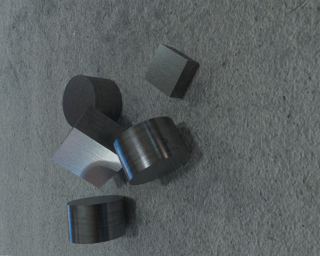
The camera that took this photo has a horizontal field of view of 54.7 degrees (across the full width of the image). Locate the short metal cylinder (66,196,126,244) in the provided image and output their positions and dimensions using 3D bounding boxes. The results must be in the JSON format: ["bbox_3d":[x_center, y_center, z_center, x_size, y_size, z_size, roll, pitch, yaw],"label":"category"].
[{"bbox_3d":[-0.090,0.128,0.444,0.080,0.081,0.050,-8,85,39],"label":"short metal cylinder"}]

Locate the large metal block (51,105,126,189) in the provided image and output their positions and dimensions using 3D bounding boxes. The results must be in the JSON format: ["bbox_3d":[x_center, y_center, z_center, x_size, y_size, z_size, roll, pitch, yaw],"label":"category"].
[{"bbox_3d":[-0.091,0.028,0.432,0.080,0.050,0.080,35,128,-14],"label":"large metal block"}]

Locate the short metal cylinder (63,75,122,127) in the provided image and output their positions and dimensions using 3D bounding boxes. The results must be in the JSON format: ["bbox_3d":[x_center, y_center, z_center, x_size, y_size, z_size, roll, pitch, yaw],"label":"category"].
[{"bbox_3d":[-0.104,-0.038,0.475,0.080,0.050,0.079,0,90,40],"label":"short metal cylinder"}]

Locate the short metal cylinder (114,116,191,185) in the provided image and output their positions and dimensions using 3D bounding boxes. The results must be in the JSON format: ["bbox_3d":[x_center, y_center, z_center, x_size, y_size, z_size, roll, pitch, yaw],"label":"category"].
[{"bbox_3d":[-0.010,0.029,0.377,0.080,0.081,0.050,-40,66,33],"label":"short metal cylinder"}]

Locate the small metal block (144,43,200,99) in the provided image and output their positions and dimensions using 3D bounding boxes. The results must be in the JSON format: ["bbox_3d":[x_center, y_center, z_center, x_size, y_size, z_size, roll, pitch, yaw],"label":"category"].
[{"bbox_3d":[0.014,-0.072,0.394,0.050,0.025,0.050,40,114,32],"label":"small metal block"}]
